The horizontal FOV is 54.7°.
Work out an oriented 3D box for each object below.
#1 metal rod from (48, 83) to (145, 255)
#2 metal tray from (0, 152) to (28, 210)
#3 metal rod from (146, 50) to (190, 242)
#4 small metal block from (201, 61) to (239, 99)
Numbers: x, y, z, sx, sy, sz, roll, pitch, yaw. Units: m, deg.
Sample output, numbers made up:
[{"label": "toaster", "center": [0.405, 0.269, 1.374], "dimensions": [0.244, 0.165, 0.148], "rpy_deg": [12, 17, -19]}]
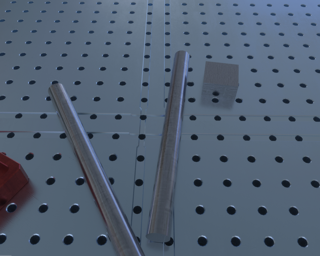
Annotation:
[{"label": "metal rod", "center": [-0.081, 0.047, 0.366], "dimensions": [0.025, 0.025, 0.300], "rpy_deg": [-22, 54, -18]}, {"label": "metal tray", "center": [-0.233, 0.056, 0.354], "dimensions": [0.130, 0.030, 0.090], "rpy_deg": [24, 54, 18]}, {"label": "metal rod", "center": [0.017, -0.002, 0.409], "dimensions": [0.025, 0.025, 0.300], "rpy_deg": [6, 50, 4]}, {"label": "small metal block", "center": [0.092, -0.074, 0.471], "dimensions": [0.050, 0.025, 0.050], "rpy_deg": [8, 50, 6]}]
